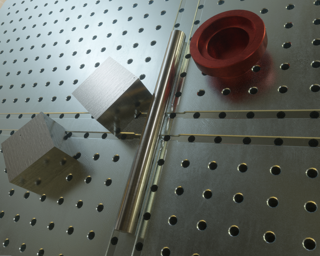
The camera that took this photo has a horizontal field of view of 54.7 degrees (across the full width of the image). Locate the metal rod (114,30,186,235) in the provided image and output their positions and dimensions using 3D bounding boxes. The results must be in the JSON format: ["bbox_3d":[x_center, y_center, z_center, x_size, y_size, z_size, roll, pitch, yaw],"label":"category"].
[{"bbox_3d":[-0.006,-0.012,0.418,0.025,0.025,0.300,0,62,28],"label":"metal rod"}]

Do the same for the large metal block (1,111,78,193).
[{"bbox_3d":[-0.183,0.036,0.466,0.080,0.050,0.080,-38,51,2],"label":"large metal block"}]

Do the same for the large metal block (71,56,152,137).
[{"bbox_3d":[-0.070,-0.048,0.458,0.080,0.050,0.080,-46,51,-4],"label":"large metal block"}]

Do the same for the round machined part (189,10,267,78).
[{"bbox_3d":[0.093,-0.107,0.414,0.098,0.042,0.098,-13,56,21],"label":"round machined part"}]
